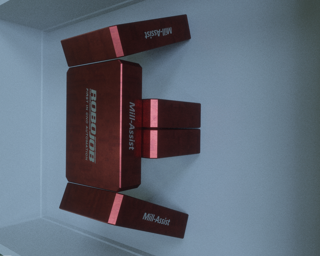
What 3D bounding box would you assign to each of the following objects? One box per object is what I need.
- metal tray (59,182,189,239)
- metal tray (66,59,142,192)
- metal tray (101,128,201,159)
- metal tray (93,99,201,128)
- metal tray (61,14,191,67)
[{"bbox_3d":[-0.038,0.099,0.366,0.090,0.130,0.030,1,69,39],"label":"metal tray"},{"bbox_3d":[-0.063,-0.003,0.336,0.090,0.030,0.129,1,91,39],"label":"metal tray"},{"bbox_3d":[-0.027,0.015,0.386,0.130,0.091,0.030,1,91,40],"label":"metal tray"},{"bbox_3d":[-0.027,-0.016,0.385,0.130,0.091,0.030,1,91,40],"label":"metal tray"},{"bbox_3d":[-0.036,-0.104,0.365,0.090,0.131,0.030,1,111,40],"label":"metal tray"}]
